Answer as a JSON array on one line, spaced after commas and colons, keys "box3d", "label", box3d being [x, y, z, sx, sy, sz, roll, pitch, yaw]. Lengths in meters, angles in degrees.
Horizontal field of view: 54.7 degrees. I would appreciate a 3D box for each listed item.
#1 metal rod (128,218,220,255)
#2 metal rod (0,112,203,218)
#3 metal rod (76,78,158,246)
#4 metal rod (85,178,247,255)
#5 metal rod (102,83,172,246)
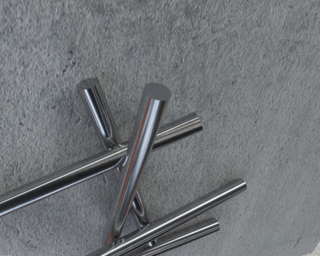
[{"box3d": [-0.034, 0.213, 0.519, 0.302, 0.025, 0.025, -14, 124, -21], "label": "metal rod"}, {"box3d": [-0.092, 0.051, 0.362, 0.302, 0.025, 0.025, -23, 128, -5], "label": "metal rod"}, {"box3d": [-0.047, 0.068, 0.423, 0.025, 0.025, 0.298, -25, 128, -13], "label": "metal rod"}, {"box3d": [0.017, 0.144, 0.478, 0.302, 0.025, 0.025, -19, 126, -27], "label": "metal rod"}, {"box3d": [-0.039, 0.071, 0.374, 0.025, 0.025, 0.298, -6, 138, -26], "label": "metal rod"}]
